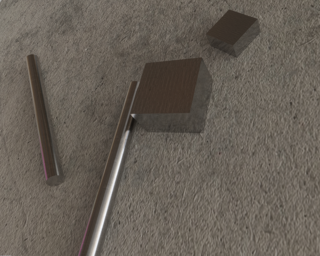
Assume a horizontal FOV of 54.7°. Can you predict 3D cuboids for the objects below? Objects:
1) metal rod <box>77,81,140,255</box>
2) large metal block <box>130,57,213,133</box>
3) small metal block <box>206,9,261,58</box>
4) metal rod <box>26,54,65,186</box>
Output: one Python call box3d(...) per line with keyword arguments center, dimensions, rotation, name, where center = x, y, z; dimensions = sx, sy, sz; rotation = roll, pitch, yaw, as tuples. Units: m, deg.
box3d(center=(-0.064, 0.070, 0.392), dimensions=(0.025, 0.025, 0.300), rotation=(-1, 61, 27), name="metal rod")
box3d(center=(0.018, -0.041, 0.402), dimensions=(0.080, 0.050, 0.080), rotation=(0, 62, 28), name="large metal block")
box3d(center=(0.102, -0.132, 0.431), dimensions=(0.050, 0.025, 0.050), rotation=(-47, 52, -5), name="small metal block")
box3d(center=(-0.200, -0.031, 0.525), dimensions=(0.025, 0.025, 0.300), rotation=(-32, 52, 7), name="metal rod")
